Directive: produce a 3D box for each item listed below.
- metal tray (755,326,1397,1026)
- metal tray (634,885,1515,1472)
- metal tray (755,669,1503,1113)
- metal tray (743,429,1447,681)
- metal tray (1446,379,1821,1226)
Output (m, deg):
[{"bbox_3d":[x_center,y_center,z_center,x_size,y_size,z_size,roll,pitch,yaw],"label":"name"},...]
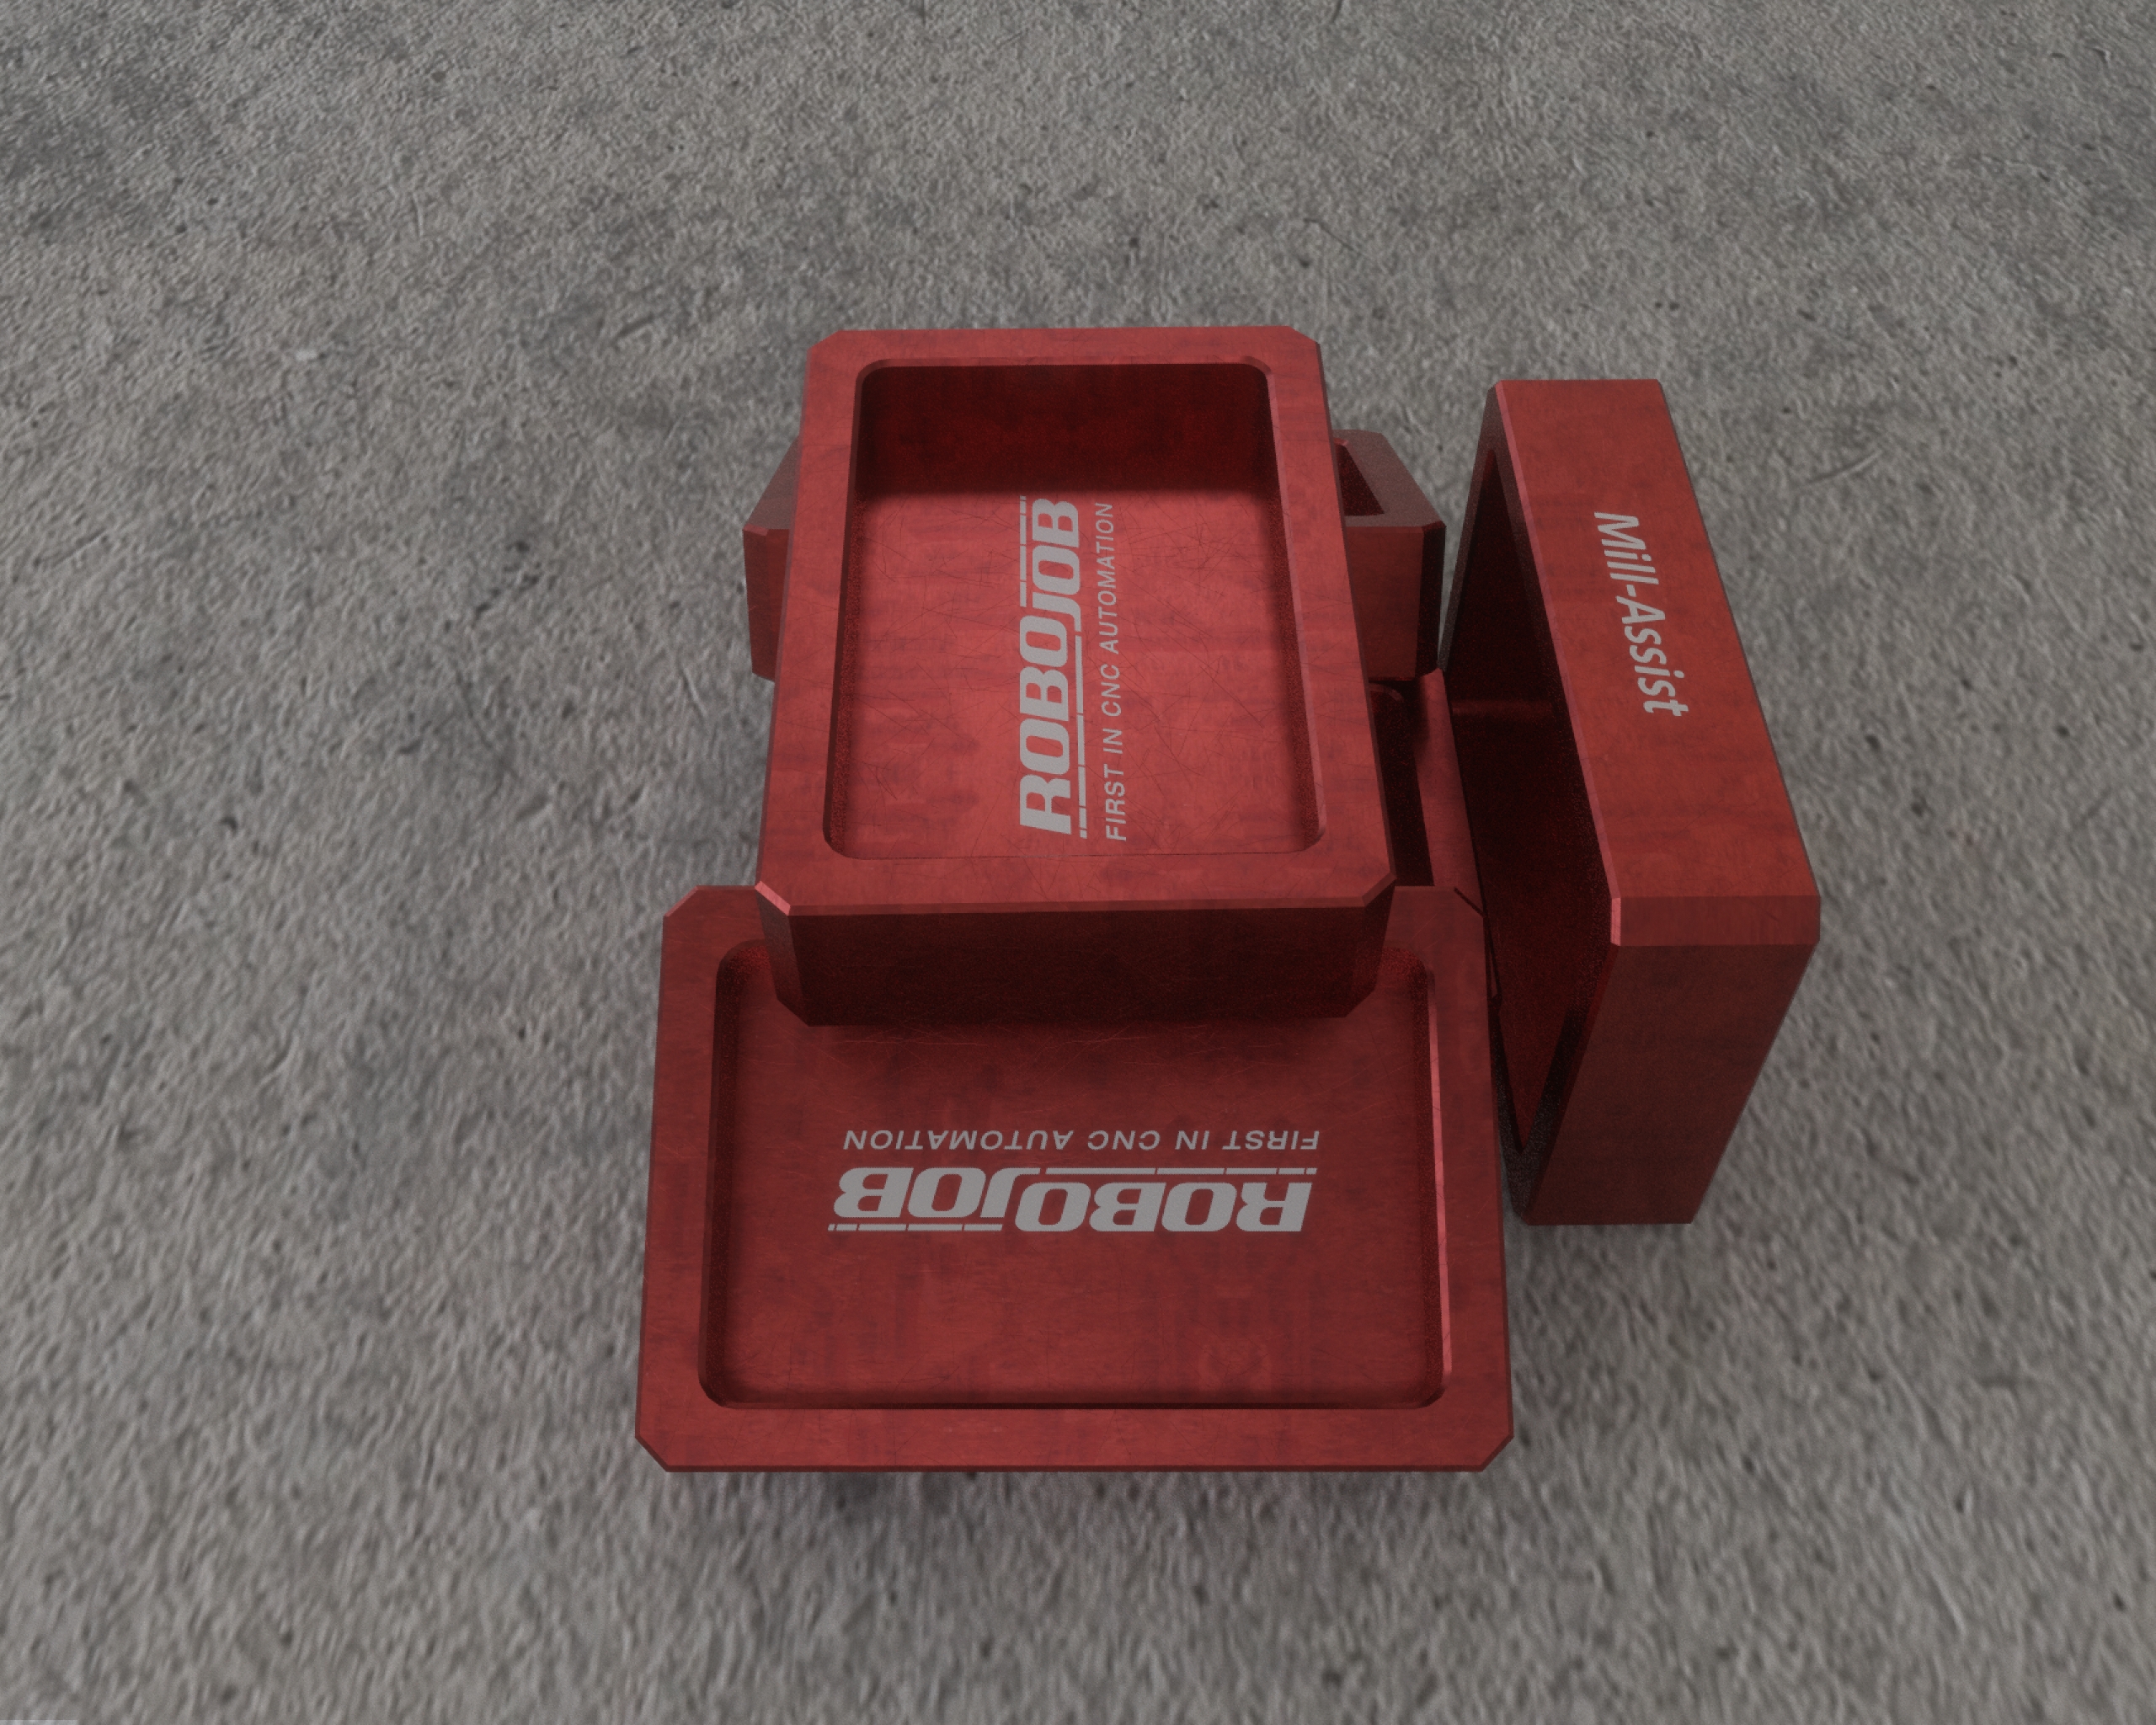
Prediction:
[{"bbox_3d":[-0.001,-0.036,0.342,0.091,0.030,0.130,-1,52,-1],"label":"metal tray"},{"bbox_3d":[0.000,0.051,0.334,0.131,0.030,0.090,0,75,0],"label":"metal tray"},{"bbox_3d":[0.008,0.002,0.397,0.131,0.030,0.090,0,50,-1],"label":"metal tray"},{"bbox_3d":[0.003,-0.065,0.430,0.131,0.030,0.090,0,23,-1],"label":"metal tray"},{"bbox_3d":[0.091,-0.013,0.371,0.030,0.090,0.130,-1,50,0],"label":"metal tray"}]
